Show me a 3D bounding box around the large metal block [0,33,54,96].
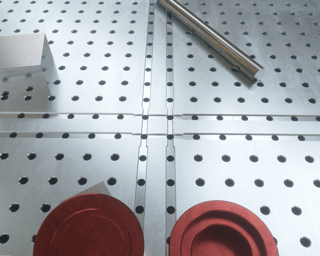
[{"bbox_3d":[-0.213,-0.098,0.472,0.081,0.050,0.080,-7,50,-6],"label":"large metal block"}]

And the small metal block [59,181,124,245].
[{"bbox_3d":[-0.071,0.093,0.329,0.050,0.025,0.050,-25,55,-20],"label":"small metal block"}]

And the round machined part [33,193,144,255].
[{"bbox_3d":[-0.062,0.109,0.280,0.099,0.042,0.098,4,72,-13],"label":"round machined part"}]

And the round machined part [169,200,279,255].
[{"bbox_3d":[0.057,0.122,0.294,0.099,0.042,0.098,0,50,0],"label":"round machined part"}]

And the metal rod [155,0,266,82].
[{"bbox_3d":[0.074,-0.179,0.558,0.025,0.025,0.300,-25,55,-20],"label":"metal rod"}]
